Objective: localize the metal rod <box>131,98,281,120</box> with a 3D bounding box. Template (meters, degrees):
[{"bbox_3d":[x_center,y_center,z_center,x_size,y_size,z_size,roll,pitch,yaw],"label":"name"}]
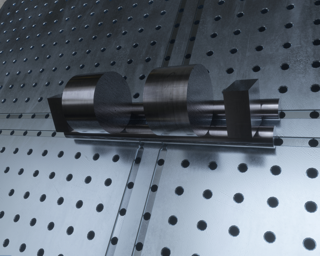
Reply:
[{"bbox_3d":[0.003,-0.024,0.421,0.300,0.025,0.025,1,62,28],"label":"metal rod"}]

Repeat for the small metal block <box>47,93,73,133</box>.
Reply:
[{"bbox_3d":[-0.129,-0.026,0.447,0.025,0.050,0.050,1,20,29],"label":"small metal block"}]

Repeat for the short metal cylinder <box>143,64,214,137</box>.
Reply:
[{"bbox_3d":[0.023,-0.030,0.351,0.050,0.080,0.080,1,62,29],"label":"short metal cylinder"}]

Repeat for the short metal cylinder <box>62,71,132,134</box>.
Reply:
[{"bbox_3d":[-0.080,-0.032,0.407,0.050,0.080,0.080,1,62,29],"label":"short metal cylinder"}]

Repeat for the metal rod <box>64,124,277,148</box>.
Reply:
[{"bbox_3d":[-0.007,0.007,0.408,0.300,0.025,0.025,1,62,28],"label":"metal rod"}]

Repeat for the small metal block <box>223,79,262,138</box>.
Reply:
[{"bbox_3d":[0.089,-0.022,0.329,0.025,0.050,0.050,0,21,29],"label":"small metal block"}]
